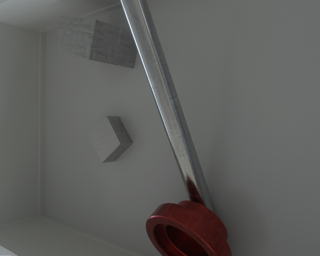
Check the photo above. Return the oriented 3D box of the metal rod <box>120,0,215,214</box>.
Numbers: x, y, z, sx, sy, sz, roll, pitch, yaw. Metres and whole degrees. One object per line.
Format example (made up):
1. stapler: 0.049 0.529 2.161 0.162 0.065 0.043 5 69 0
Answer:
1. metal rod: 0.004 -0.039 0.328 0.025 0.025 0.298 -8 108 39

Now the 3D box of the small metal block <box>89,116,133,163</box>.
1. small metal block: -0.074 0.017 0.466 0.050 0.025 0.050 -44 64 31

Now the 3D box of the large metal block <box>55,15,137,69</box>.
1. large metal block: -0.088 -0.122 0.441 0.080 0.081 0.050 21 103 38

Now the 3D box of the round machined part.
1. round machined part: 0.036 0.120 0.346 0.098 0.042 0.097 25 137 26
